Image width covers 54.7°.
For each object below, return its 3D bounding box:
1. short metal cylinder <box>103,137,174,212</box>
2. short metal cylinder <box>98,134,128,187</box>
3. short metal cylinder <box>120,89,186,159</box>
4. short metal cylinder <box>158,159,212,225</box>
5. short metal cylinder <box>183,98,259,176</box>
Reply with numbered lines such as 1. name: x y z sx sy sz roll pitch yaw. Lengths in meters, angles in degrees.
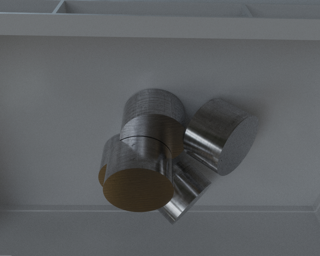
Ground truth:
1. short metal cylinder: -0.024 0.056 0.371 0.081 0.050 0.079 0 130 0
2. short metal cylinder: -0.042 0.053 0.436 0.081 0.050 0.079 0 130 0
3. short metal cylinder: -0.008 -0.002 0.389 0.081 0.050 0.079 0 130 0
4. short metal cylinder: 0.028 0.090 0.439 0.050 0.081 0.079 43 128 17
5. short metal cylinder: 0.074 0.011 0.374 0.081 0.050 0.079 -32 139 -33
